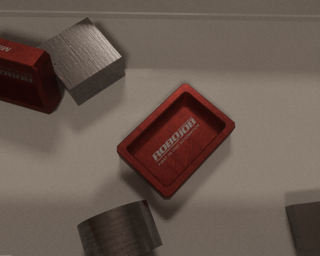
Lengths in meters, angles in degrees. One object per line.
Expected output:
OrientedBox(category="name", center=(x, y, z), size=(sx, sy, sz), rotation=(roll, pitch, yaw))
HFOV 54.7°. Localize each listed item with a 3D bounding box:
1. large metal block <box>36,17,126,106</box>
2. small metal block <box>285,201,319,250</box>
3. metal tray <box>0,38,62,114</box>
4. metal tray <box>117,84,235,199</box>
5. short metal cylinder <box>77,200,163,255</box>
OrientedBox(category="large metal block", center=(-0.107, -0.091, 0.428), size=(0.080, 0.050, 0.080), rotation=(-36, 74, -13))
OrientedBox(category="small metal block", center=(0.185, 0.115, 0.370), size=(0.050, 0.025, 0.050), rotation=(-6, 70, -3))
OrientedBox(category="metal tray", center=(-0.200, -0.071, 0.396), size=(0.131, 0.090, 0.030), rotation=(16, 55, 5))
OrientedBox(category="metal tray", center=(0.021, 0.016, 0.401), size=(0.090, 0.030, 0.130), rotation=(42, 75, 13))
OrientedBox(category="short metal cylinder", center=(-0.043, 0.117, 0.337), size=(0.081, 0.080, 0.050), rotation=(-20, 72, -7))
